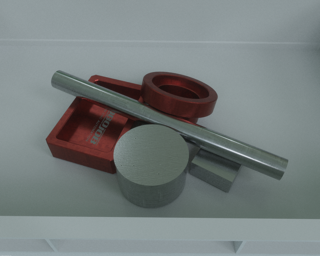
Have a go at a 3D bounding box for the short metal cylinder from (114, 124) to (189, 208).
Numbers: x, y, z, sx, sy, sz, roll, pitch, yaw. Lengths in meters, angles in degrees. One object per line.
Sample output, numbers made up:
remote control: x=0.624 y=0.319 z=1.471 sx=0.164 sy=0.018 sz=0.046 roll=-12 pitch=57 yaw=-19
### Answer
short metal cylinder: x=-0.009 y=0.042 z=0.350 sx=0.081 sy=0.050 sz=0.080 roll=0 pitch=50 yaw=0

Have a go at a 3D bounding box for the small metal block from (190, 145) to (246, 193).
small metal block: x=0.070 y=0.041 z=0.369 sx=0.050 sy=0.025 sz=0.050 roll=25 pitch=54 yaw=19

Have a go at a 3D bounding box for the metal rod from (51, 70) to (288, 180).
metal rod: x=-0.001 y=-0.010 z=0.373 sx=0.301 sy=0.025 sz=0.025 roll=22 pitch=53 yaw=14

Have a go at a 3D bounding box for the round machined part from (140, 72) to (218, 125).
round machined part: x=0.022 y=-0.036 z=0.406 sx=0.099 sy=0.042 sz=0.098 roll=12 pitch=27 yaw=-6

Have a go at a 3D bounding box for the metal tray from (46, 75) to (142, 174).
metal tray: x=-0.074 y=-0.011 z=0.406 sx=0.090 sy=0.030 sz=0.130 roll=14 pitch=51 yaw=11
